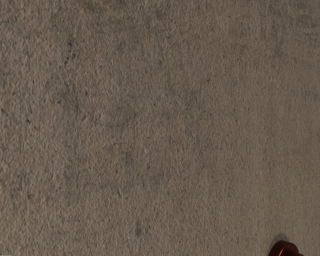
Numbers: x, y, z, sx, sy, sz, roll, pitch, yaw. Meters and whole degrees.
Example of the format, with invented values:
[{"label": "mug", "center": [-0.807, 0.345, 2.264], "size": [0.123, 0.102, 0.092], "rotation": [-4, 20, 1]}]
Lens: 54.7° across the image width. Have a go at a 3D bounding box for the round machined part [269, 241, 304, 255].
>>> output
[{"label": "round machined part", "center": [0.254, 0.278, 0.612], "size": [0.099, 0.042, 0.097], "rotation": [0, 90, -40]}]
